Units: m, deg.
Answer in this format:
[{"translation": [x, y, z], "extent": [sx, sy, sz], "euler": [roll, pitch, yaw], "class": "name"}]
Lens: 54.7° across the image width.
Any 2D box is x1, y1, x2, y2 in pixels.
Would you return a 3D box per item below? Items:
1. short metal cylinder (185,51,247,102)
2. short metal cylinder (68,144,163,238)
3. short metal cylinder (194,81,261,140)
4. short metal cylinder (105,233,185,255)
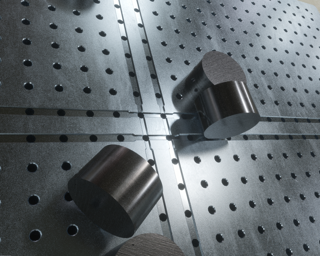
[{"translation": [0.087, -0.073, 0.486], "extent": [0.081, 0.050, 0.080], "euler": [14, 56, -21], "class": "short metal cylinder"}, {"translation": [-0.044, 0.063, 0.312], "extent": [0.080, 0.080, 0.050], "euler": [42, 51, 0], "class": "short metal cylinder"}, {"translation": [0.095, -0.023, 0.440], "extent": [0.081, 0.080, 0.050], "euler": [0, 62, -29], "class": "short metal cylinder"}, {"translation": [-0.017, 0.146, 0.295], "extent": [0.081, 0.050, 0.080], "euler": [14, 56, -21], "class": "short metal cylinder"}]
